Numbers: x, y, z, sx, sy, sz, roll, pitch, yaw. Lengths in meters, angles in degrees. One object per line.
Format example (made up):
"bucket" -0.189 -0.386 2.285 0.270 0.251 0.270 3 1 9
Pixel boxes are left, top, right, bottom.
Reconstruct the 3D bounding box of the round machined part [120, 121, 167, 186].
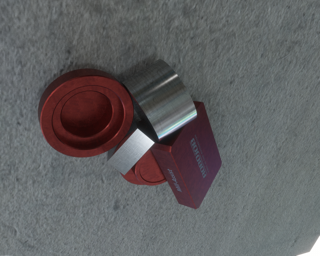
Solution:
"round machined part" -0.009 0.038 0.418 0.099 0.042 0.097 -14 125 -21

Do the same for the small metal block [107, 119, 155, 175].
"small metal block" -0.035 0.021 0.364 0.025 0.050 0.050 41 95 -15

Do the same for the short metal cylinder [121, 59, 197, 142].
"short metal cylinder" -0.002 -0.031 0.355 0.050 0.080 0.080 -33 129 -7

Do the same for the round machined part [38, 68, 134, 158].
"round machined part" -0.082 -0.019 0.341 0.099 0.042 0.097 -14 125 -21

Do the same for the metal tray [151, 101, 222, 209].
"metal tray" 0.042 0.038 0.424 0.090 0.030 0.130 -54 137 -32
